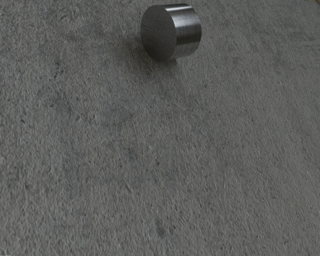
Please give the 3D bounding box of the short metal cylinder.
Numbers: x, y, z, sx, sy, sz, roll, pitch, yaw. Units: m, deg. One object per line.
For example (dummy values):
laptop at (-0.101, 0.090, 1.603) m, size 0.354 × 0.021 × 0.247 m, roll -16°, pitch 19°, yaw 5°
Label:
short metal cylinder at (0.015, -0.143, 0.464) m, size 0.050 × 0.080 × 0.080 m, roll -22°, pitch 74°, yaw -36°
